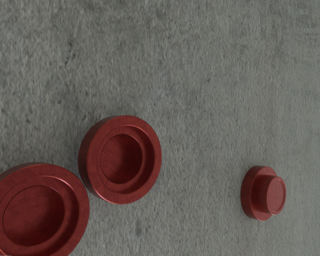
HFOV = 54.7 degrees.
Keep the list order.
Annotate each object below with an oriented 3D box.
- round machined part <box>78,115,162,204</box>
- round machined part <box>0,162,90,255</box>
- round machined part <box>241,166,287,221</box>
[{"bbox_3d":[-0.049,0.034,0.355,0.099,0.042,0.097,0,90,-40],"label":"round machined part"},{"bbox_3d":[-0.121,0.081,0.293,0.099,0.042,0.097,0,90,-40],"label":"round machined part"},{"bbox_3d":[0.192,0.118,0.558,0.099,0.042,0.097,0,90,-40],"label":"round machined part"}]
